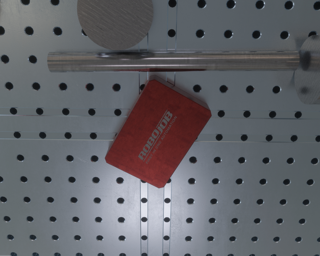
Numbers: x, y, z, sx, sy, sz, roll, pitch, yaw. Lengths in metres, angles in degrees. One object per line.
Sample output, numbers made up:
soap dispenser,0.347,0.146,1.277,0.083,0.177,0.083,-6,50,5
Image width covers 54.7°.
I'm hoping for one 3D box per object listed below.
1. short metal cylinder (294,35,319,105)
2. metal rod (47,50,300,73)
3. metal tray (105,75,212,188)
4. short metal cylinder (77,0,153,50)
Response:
short metal cylinder,0.199,-0.067,0.361,0.050,0.080,0.079,1,110,-1
metal rod,0.016,-0.082,0.383,0.302,0.025,0.025,0,110,0
metal tray,-0.004,0.007,0.413,0.090,0.030,0.129,28,108,-10
short metal cylinder,-0.047,-0.132,0.351,0.081,0.050,0.079,0,110,0
